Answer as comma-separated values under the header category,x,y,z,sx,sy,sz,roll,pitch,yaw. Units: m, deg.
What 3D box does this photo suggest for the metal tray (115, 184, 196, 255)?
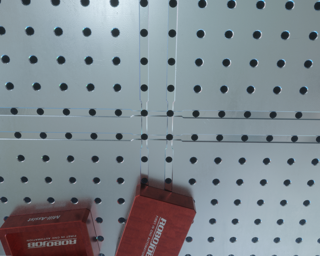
category,x,y,z,sx,sy,sz,roll,pitch,yaw
metal tray,-0.009,0.156,0.468,0.090,0.030,0.129,16,109,-6

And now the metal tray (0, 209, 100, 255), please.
category,x,y,z,sx,sy,sz,roll,pitch,yaw
metal tray,-0.166,0.175,0.473,0.131,0.030,0.089,-6,110,2
